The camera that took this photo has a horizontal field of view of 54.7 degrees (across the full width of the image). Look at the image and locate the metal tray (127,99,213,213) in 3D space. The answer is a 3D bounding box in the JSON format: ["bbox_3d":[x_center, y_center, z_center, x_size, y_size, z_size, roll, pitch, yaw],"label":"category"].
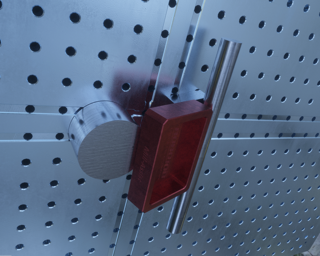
[{"bbox_3d":[0.012,0.034,0.386,0.091,0.030,0.129,-15,127,-44],"label":"metal tray"}]

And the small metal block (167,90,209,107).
[{"bbox_3d":[0.037,-0.020,0.421,0.050,0.025,0.050,-14,125,-21],"label":"small metal block"}]

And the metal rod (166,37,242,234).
[{"bbox_3d":[0.053,0.028,0.426,0.025,0.025,0.298,-1,119,-28],"label":"metal rod"}]

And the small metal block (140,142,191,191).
[{"bbox_3d":[0.009,0.057,0.452,0.050,0.025,0.050,-43,130,1],"label":"small metal block"}]

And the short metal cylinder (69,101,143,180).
[{"bbox_3d":[-0.063,0.014,0.370,0.081,0.050,0.079,-14,125,-21],"label":"short metal cylinder"}]
